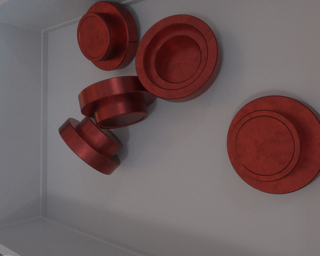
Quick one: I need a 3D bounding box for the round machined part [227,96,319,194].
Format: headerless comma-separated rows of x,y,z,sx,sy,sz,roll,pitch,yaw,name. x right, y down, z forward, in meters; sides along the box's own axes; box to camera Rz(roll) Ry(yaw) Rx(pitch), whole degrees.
0.110,0.017,0.305,0.098,0.042,0.097,0,90,40,round machined part

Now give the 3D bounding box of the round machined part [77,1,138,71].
-0.082,-0.132,0.450,0.098,0.042,0.097,13,112,36,round machined part

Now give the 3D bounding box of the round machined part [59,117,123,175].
-0.092,0.018,0.443,0.042,0.098,0.098,-47,59,1,round machined part

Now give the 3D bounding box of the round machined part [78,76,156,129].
-0.053,-0.028,0.403,0.098,0.099,0.042,-23,76,38,round machined part

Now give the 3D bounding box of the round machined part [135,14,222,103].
0.024,-0.078,0.364,0.098,0.042,0.097,-3,83,22,round machined part
